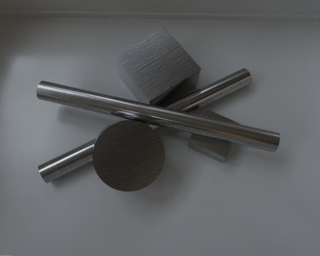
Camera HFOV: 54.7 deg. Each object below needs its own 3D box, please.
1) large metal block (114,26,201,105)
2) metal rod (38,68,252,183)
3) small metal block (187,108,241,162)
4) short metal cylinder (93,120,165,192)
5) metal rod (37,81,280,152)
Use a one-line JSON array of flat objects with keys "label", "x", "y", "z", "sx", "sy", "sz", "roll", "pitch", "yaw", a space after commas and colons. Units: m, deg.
[{"label": "large metal block", "x": -0.004, "y": -0.077, "z": 0.422, "sx": 0.080, "sy": 0.050, "sz": 0.080, "roll": -34, "pitch": 74, "yaw": -12}, {"label": "metal rod", "x": -0.012, "y": -0.008, "z": 0.410, "sx": 0.302, "sy": 0.025, "sz": 0.025, "roll": -26, "pitch": 72, "yaw": -10}, {"label": "small metal block", "x": 0.070, "y": 0.010, "z": 0.404, "sx": 0.050, "sy": 0.025, "sz": 0.050, "roll": 25, "pitch": 72, "yaw": 8}, {"label": "short metal cylinder", "x": -0.039, "y": 0.030, "z": 0.368, "sx": 0.081, "sy": 0.050, "sz": 0.079, "roll": 0, "pitch": 92, "yaw": -12}, {"label": "metal rod", "x": -0.005, "y": -0.016, "z": 0.387, "sx": 0.302, "sy": 0.025, "sz": 0.025, "roll": 13, "pitch": 71, "yaw": 4}]
